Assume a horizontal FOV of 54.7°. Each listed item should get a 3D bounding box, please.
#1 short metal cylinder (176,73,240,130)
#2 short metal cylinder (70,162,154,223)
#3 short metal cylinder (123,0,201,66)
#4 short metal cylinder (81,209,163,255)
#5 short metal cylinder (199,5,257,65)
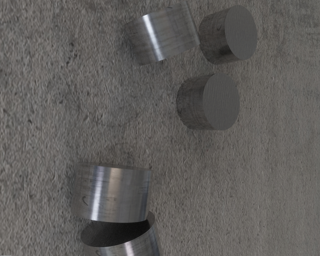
[{"bbox_3d":[0.070,-0.037,0.447,0.081,0.050,0.080,0,90,-40],"label":"short metal cylinder"},{"bbox_3d":[-0.050,0.065,0.327,0.081,0.080,0.050,11,83,-40],"label":"short metal cylinder"},{"bbox_3d":[0.003,-0.113,0.371,0.081,0.080,0.050,-33,111,-35],"label":"short metal cylinder"},{"bbox_3d":[-0.040,0.129,0.336,0.081,0.080,0.050,-19,102,-38],"label":"short metal cylinder"},{"bbox_3d":[0.105,-0.141,0.476,0.081,0.050,0.080,0,90,-40],"label":"short metal cylinder"}]
